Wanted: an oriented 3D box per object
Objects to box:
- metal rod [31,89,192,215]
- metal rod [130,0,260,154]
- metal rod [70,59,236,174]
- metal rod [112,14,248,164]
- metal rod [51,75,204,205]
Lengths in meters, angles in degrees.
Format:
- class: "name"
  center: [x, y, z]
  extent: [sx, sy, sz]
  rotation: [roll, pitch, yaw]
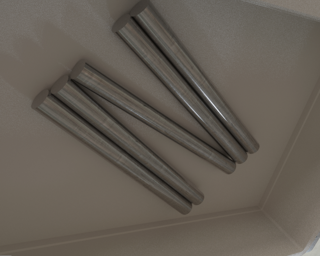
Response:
- class: "metal rod"
  center: [-0.041, 0.051, 0.416]
  extent: [0.025, 0.025, 0.300]
  rotation: [-44, 129, 2]
- class: "metal rod"
  center: [0.065, -0.046, 0.414]
  extent: [0.025, 0.025, 0.300]
  rotation: [-45, 129, 3]
- class: "metal rod"
  center: [0.014, 0.002, 0.416]
  extent: [0.301, 0.025, 0.025]
  rotation: [32, 100, -38]
- class: "metal rod"
  center: [0.046, -0.030, 0.413]
  extent: [0.025, 0.025, 0.300]
  rotation: [-45, 129, 3]
- class: "metal rod"
  center: [-0.021, 0.035, 0.417]
  extent: [0.025, 0.025, 0.300]
  rotation: [-44, 129, 2]
